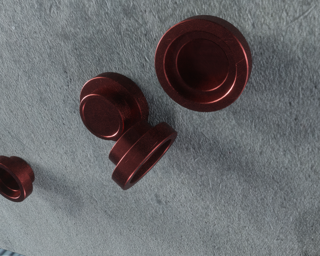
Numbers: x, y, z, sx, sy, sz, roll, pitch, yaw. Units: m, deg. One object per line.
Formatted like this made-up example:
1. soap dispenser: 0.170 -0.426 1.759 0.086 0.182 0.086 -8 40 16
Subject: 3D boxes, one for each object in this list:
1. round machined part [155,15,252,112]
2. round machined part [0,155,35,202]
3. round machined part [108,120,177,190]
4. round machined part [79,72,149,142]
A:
1. round machined part: 0.048 -0.069 0.328 0.098 0.042 0.097 13 124 21
2. round machined part: -0.287 0.094 0.605 0.098 0.042 0.097 13 124 21
3. round machined part: -0.026 0.028 0.392 0.042 0.099 0.097 42 130 11
4. round machined part: -0.068 -0.022 0.418 0.098 0.042 0.097 13 124 21
